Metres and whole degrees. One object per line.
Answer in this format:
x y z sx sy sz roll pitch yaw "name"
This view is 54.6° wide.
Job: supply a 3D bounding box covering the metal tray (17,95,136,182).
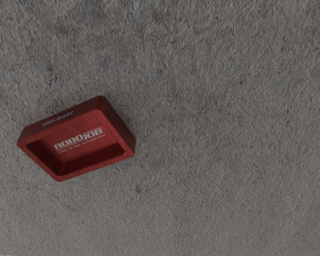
-0.110 0.019 0.418 0.130 0.030 0.090 -20 127 16 "metal tray"
